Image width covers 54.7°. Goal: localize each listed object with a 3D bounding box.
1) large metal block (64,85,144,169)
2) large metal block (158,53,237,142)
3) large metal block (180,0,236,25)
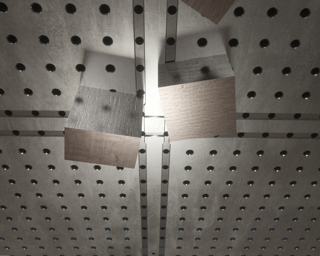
[{"bbox_3d":[-0.065,-0.002,0.373,0.081,0.080,0.050,9,130,-8],"label":"large metal block"},{"bbox_3d":[0.044,-0.034,0.367,0.080,0.050,0.080,-8,130,6],"label":"large metal block"},{"bbox_3d":[0.040,-0.152,0.266,0.080,0.050,0.080,26,125,-21],"label":"large metal block"}]
